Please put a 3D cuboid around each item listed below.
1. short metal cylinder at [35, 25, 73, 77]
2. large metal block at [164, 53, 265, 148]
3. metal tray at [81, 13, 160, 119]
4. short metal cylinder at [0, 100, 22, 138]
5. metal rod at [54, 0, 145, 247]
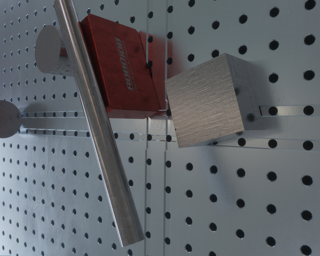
[{"bbox_3d":[-0.172,-0.131,0.535,0.080,0.050,0.079,0,90,40],"label":"short metal cylinder"},{"bbox_3d":[0.059,-0.026,0.344,0.080,0.050,0.080,-19,78,38],"label":"large metal block"},{"bbox_3d":[-0.055,-0.078,0.412,0.030,0.091,0.129,-25,74,37],"label":"metal tray"},{"bbox_3d":[-0.346,-0.017,0.659,0.050,0.081,0.080,-4,88,40],"label":"short metal cylinder"},{"bbox_3d":[-0.074,-0.020,0.351,0.025,0.025,0.299,-30,71,36],"label":"metal rod"}]
